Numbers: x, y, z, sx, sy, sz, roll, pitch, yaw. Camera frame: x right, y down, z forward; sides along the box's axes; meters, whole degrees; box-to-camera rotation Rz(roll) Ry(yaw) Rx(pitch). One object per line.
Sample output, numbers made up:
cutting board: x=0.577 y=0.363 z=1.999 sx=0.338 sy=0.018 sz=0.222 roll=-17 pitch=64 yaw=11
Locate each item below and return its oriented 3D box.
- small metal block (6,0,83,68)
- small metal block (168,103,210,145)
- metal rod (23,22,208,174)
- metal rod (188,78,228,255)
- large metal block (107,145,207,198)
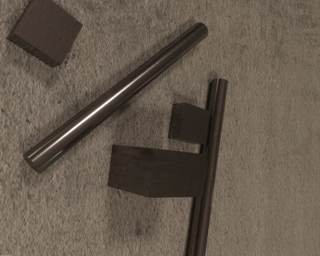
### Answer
small metal block: x=-0.114 y=-0.097 z=0.310 sx=0.050 sy=0.025 sz=0.050 roll=34 pitch=69 yaw=-35
small metal block: x=0.041 y=-0.005 z=0.442 sx=0.050 sy=0.025 sz=0.050 roll=15 pitch=81 yaw=-39
metal rod: x=-0.032 y=-0.054 z=0.379 sx=0.301 sy=0.025 sz=0.025 roll=-44 pitch=117 yaw=-31
metal rod: x=0.071 y=0.072 z=0.467 sx=0.025 sy=0.025 sz=0.298 roll=15 pitch=80 yaw=-39
large metal block: x=-0.004 y=0.050 z=0.368 sx=0.081 sy=0.080 sz=0.050 roll=10 pitch=84 yaw=-40
